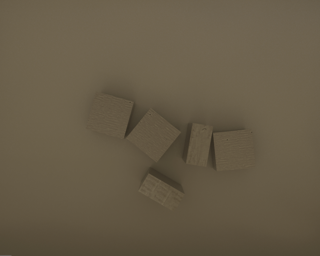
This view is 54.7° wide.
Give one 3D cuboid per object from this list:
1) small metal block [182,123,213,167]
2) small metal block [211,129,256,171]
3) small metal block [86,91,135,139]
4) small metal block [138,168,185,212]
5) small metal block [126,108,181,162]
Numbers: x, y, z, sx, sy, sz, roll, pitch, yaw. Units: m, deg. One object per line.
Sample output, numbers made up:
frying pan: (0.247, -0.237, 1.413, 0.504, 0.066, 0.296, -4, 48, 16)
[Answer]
small metal block: (0.047, 0.020, 0.398, 0.025, 0.050, 0.050, 10, 90, -1)
small metal block: (0.096, 0.028, 0.410, 0.050, 0.025, 0.050, -6, 90, -1)
small metal block: (-0.064, -0.016, 0.408, 0.050, 0.025, 0.050, 15, 90, -1)
small metal block: (0.002, 0.077, 0.397, 0.050, 0.050, 0.025, 30, 91, -1)
small metal block: (-0.008, 0.009, 0.409, 0.050, 0.025, 0.050, 39, 90, -1)
